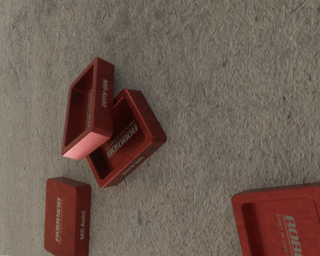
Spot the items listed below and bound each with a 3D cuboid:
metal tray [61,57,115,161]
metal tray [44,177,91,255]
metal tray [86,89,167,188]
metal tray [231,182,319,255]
[{"bbox_3d":[-0.105,-0.029,0.453,0.090,0.030,0.130,-34,47,39],"label":"metal tray"},{"bbox_3d":[-0.161,0.156,0.535,0.090,0.030,0.129,5,93,40],"label":"metal tray"},{"bbox_3d":[-0.059,0.017,0.449,0.129,0.030,0.090,-43,64,31],"label":"metal tray"},{"bbox_3d":[0.127,0.122,0.296,0.090,0.030,0.129,-17,79,38],"label":"metal tray"}]
